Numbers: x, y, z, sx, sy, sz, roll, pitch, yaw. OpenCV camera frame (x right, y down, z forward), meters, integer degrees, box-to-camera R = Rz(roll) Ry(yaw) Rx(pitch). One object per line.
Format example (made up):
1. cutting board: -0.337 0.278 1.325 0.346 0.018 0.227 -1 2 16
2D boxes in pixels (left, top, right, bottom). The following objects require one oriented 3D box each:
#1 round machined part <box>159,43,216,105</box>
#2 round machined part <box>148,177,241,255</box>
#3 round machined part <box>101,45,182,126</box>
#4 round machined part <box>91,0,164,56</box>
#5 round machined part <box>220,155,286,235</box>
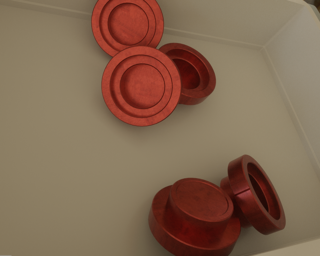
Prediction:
1. round machined part: 0.030 -0.075 0.458 0.099 0.042 0.098 14 56 -21
2. round machined part: 0.040 0.091 0.334 0.099 0.042 0.098 12 26 -6
3. round machined part: -0.021 -0.053 0.394 0.098 0.098 0.042 41 11 -1
4. round machined part: -0.044 -0.147 0.439 0.098 0.098 0.042 29 16 -10
5. round machined part: 0.112 0.086 0.388 0.098 0.042 0.098 40 31 -30
